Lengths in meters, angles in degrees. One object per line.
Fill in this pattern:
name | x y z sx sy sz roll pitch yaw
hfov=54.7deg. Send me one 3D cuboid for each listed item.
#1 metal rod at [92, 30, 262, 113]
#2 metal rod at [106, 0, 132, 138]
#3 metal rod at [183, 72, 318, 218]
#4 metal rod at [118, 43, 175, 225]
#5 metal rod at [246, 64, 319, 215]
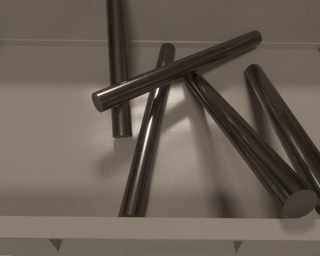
metal rod | 0.043 -0.090 0.439 0.302 0.025 0.025 -27 55 -30
metal rod | -0.059 -0.136 0.423 0.025 0.025 0.298 -4 80 -4
metal rod | 0.071 -0.014 0.343 0.025 0.025 0.300 -8 27 -7
metal rod | -0.009 -0.018 0.419 0.025 0.025 0.300 7 50 5
metal rod | 0.135 -0.017 0.351 0.025 0.025 0.301 4 29 3
